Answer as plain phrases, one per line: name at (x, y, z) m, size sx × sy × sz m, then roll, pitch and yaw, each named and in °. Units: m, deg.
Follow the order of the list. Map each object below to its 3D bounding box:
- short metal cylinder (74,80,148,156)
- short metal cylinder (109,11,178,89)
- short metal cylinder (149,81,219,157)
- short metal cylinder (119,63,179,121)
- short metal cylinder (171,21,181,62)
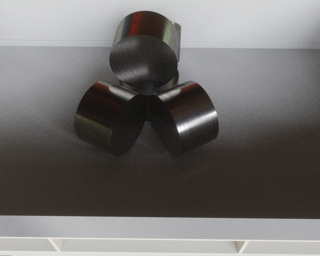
short metal cylinder at (-0.057, -0.012, 0.377) m, size 0.050 × 0.080 × 0.080 m, roll 23°, pitch 54°, yaw 18°
short metal cylinder at (-0.018, -0.094, 0.381) m, size 0.080 × 0.080 × 0.050 m, roll 2°, pitch 50°, yaw 2°
short metal cylinder at (0.027, -0.012, 0.377) m, size 0.050 × 0.080 × 0.080 m, roll -23°, pitch 54°, yaw -17°
short metal cylinder at (-0.015, -0.056, 0.432) m, size 0.080 × 0.050 × 0.080 m, roll 0°, pitch 50°, yaw 0°
short metal cylinder at (-0.009, -0.128, 0.466) m, size 0.080 × 0.080 × 0.050 m, roll 3°, pitch 93°, yaw 2°
